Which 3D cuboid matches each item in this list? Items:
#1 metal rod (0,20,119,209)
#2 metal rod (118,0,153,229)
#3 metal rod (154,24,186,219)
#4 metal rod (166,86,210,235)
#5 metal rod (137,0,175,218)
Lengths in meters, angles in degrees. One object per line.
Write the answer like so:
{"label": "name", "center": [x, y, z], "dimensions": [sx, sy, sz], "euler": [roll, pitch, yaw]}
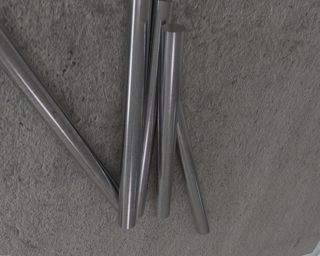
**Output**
{"label": "metal rod", "center": [-0.108, -0.001, 0.347], "dimensions": [0.025, 0.025, 0.299], "euler": [-32, 129, -8]}
{"label": "metal rod", "center": [-0.032, -0.006, 0.367], "dimensions": [0.025, 0.025, 0.298], "euler": [-6, 116, -25]}
{"label": "metal rod", "center": [0.008, 0.017, 0.400], "dimensions": [0.025, 0.025, 0.298], "euler": [-15, 131, -20]}
{"label": "metal rod", "center": [0.045, 0.069, 0.473], "dimensions": [0.025, 0.025, 0.298], "euler": [-26, 128, -12]}
{"label": "metal rod", "center": [-0.017, -0.004, 0.394], "dimensions": [0.025, 0.025, 0.298], "euler": [-6, 121, -26]}
